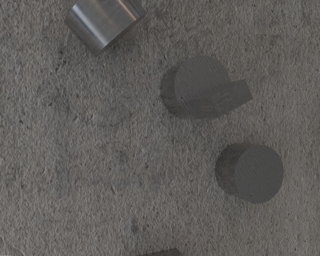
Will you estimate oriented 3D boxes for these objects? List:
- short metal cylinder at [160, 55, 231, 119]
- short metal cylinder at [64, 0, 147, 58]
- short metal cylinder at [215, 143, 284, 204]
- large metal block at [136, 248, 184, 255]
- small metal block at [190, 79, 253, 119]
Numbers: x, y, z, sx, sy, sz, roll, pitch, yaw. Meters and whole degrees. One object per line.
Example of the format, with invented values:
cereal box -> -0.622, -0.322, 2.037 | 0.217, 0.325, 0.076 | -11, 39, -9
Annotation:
short metal cylinder -> 0.047, -0.052, 0.413 | 0.081, 0.050, 0.079 | 0, 90, -20
short metal cylinder -> -0.062, -0.126, 0.357 | 0.080, 0.080, 0.050 | -44, 104, -15
short metal cylinder -> 0.127, 0.062, 0.443 | 0.081, 0.050, 0.079 | 0, 90, -20
large metal block -> -0.005, 0.209, 0.394 | 0.081, 0.050, 0.079 | -3, 91, -20
small metal block -> 0.072, -0.034, 0.369 | 0.050, 0.050, 0.025 | -28, 100, -18
